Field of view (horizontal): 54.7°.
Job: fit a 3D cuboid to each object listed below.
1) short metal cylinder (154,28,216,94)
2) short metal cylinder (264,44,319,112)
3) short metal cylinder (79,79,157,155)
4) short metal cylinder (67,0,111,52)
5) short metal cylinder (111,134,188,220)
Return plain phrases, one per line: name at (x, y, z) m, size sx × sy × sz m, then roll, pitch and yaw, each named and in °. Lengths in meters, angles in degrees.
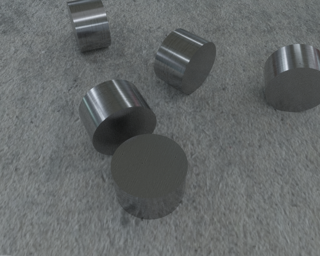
short metal cylinder at (0.037, -0.096, 0.449) m, size 0.050 × 0.080 × 0.080 m, roll 34°, pitch 58°, yaw 25°
short metal cylinder at (0.187, -0.068, 0.427) m, size 0.080 × 0.080 × 0.050 m, roll 8°, pitch 51°, yaw 6°
short metal cylinder at (-0.051, -0.012, 0.377) m, size 0.081 × 0.080 × 0.050 m, roll -21°, pitch 54°, yaw -17°
short metal cylinder at (-0.117, -0.169, 0.508) m, size 0.050 × 0.080 × 0.080 m, roll -17°, pitch 52°, yaw -14°
short metal cylinder at (-0.011, 0.053, 0.342) m, size 0.081 × 0.050 × 0.080 m, roll 0°, pitch 50°, yaw 0°
